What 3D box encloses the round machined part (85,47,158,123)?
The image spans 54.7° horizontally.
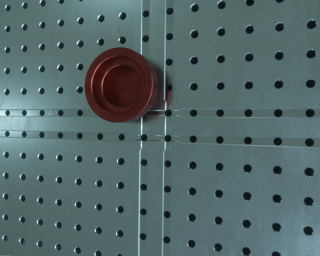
[{"bbox_3d":[-0.048,-0.056,0.420,0.098,0.042,0.097,0,90,19],"label":"round machined part"}]
